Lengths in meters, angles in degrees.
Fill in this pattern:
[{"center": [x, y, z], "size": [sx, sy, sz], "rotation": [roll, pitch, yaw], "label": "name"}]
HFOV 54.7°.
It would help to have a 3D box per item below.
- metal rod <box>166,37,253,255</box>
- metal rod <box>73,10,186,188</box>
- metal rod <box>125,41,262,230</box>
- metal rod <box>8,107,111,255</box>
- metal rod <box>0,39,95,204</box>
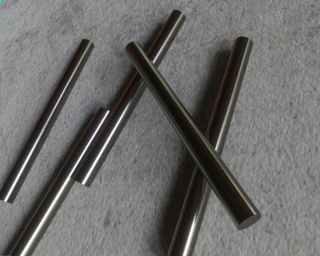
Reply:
[{"center": [0.062, 0.017, 0.359], "size": [0.025, 0.025, 0.300], "rotation": [7, 65, 31], "label": "metal rod"}, {"center": [-0.037, -0.053, 0.454], "size": [0.025, 0.025, 0.300], "rotation": [16, 70, 34], "label": "metal rod"}, {"center": [0.020, -0.017, 0.369], "size": [0.025, 0.025, 0.300], "rotation": [-35, 52, 5], "label": "metal rod"}, {"center": [-0.147, 0.103, 0.415], "size": [0.025, 0.025, 0.300], "rotation": [17, 70, 34], "label": "metal rod"}, {"center": [-0.180, -0.023, 0.509], "size": [0.025, 0.025, 0.300], "rotation": [7, 65, 31], "label": "metal rod"}]
